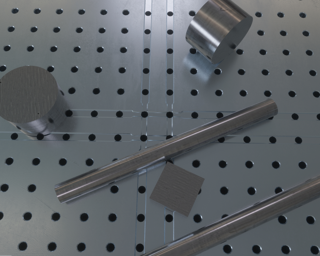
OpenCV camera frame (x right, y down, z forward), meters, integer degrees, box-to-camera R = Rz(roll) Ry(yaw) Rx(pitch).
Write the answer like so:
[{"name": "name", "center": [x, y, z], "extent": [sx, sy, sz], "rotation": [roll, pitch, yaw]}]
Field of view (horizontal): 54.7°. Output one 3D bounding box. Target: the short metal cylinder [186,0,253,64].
[{"name": "short metal cylinder", "center": [0.082, -0.137, 0.433], "extent": [0.080, 0.080, 0.050], "rotation": [-41, 75, -14]}]

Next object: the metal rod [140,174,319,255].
[{"name": "metal rod", "center": [0.085, 0.117, 0.369], "extent": [0.302, 0.025, 0.025], "rotation": [-22, 72, -8]}]

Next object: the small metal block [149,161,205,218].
[{"name": "small metal block", "center": [0.021, 0.077, 0.384], "extent": [0.050, 0.025, 0.050], "rotation": [25, 72, 8]}]

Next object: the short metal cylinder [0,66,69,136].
[{"name": "short metal cylinder", "center": [-0.168, -0.035, 0.410], "extent": [0.081, 0.050, 0.080], "rotation": [0, 70, 0]}]

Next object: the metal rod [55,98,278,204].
[{"name": "metal rod", "center": [0.015, 0.026, 0.402], "extent": [0.302, 0.025, 0.025], "rotation": [-22, 72, -8]}]
